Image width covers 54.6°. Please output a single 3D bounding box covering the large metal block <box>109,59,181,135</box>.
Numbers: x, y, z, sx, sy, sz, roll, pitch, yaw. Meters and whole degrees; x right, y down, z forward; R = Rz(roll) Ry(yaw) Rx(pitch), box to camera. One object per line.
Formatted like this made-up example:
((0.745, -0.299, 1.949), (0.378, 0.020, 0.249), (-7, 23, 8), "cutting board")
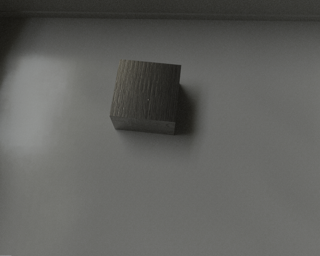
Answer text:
((-0.017, -0.040, 0.411), (0.080, 0.050, 0.080), (6, 70, 2), "large metal block")
